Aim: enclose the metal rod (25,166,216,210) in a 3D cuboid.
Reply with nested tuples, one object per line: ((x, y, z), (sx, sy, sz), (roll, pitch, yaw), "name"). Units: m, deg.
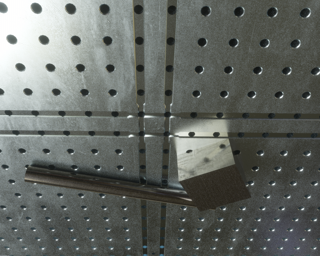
((-0.054, 0.097, 0.493), (0.302, 0.025, 0.025), (11, 129, -10), "metal rod")

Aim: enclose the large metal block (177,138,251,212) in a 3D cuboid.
((0.079, 0.071, 0.457), (0.080, 0.050, 0.080), (-20, 128, 16), "large metal block")
